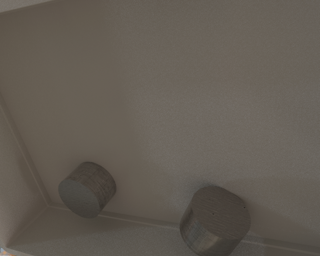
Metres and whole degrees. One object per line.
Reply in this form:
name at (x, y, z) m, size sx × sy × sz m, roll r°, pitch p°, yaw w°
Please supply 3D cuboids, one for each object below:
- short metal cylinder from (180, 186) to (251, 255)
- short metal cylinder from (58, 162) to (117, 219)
short metal cylinder at (0.072, 0.125, 0.412) m, size 0.080 × 0.080 × 0.050 m, roll 27°, pitch 128°, yaw 10°
short metal cylinder at (-0.121, 0.103, 0.518) m, size 0.080 × 0.050 × 0.079 m, roll 13°, pitch 124°, yaw 20°
